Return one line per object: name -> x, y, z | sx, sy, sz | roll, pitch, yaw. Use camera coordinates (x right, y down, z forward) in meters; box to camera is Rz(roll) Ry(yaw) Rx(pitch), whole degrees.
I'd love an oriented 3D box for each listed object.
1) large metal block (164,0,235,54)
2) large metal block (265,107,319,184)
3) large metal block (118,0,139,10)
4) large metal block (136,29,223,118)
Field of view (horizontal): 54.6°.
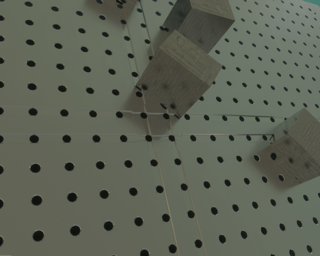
large metal block -> 0.063, -0.175, 0.513 | 0.081, 0.080, 0.050 | 5, 60, -26
large metal block -> 0.230, 0.027, 0.498 | 0.080, 0.050, 0.080 | 46, 51, 3
large metal block -> -0.058, -0.259, 0.519 | 0.080, 0.050, 0.080 | 28, 52, -10
large metal block -> 0.025, -0.073, 0.430 | 0.080, 0.080, 0.050 | 36, 51, -4
